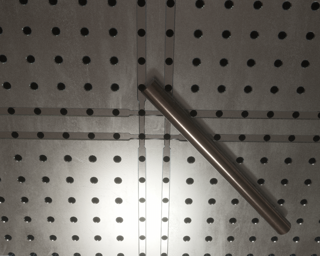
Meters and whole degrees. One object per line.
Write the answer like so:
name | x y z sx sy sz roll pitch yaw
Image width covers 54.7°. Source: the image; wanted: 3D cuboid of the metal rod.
metal rod | 0.086 0.049 0.432 0.025 0.025 0.300 -41 106 13
